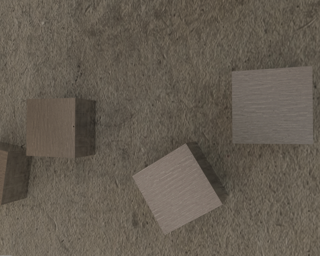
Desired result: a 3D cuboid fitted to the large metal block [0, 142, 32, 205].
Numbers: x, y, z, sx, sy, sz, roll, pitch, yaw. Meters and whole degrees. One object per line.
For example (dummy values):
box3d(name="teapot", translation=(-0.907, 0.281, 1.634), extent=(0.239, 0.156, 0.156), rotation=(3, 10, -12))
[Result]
box3d(name="large metal block", translation=(-0.254, 0.067, 0.485), extent=(0.080, 0.050, 0.079), rotation=(10, 94, 19))

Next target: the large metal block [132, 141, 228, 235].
box3d(name="large metal block", translation=(0.026, 0.072, 0.386), extent=(0.080, 0.050, 0.080), rotation=(-33, 79, 17))

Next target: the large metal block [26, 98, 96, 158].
box3d(name="large metal block", translation=(-0.141, -0.001, 0.446), extent=(0.080, 0.050, 0.079), rotation=(1, 90, 20))

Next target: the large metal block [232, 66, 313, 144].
box3d(name="large metal block", translation=(0.126, -0.023, 0.351), extent=(0.080, 0.050, 0.080), rotation=(-1, 90, 20))
